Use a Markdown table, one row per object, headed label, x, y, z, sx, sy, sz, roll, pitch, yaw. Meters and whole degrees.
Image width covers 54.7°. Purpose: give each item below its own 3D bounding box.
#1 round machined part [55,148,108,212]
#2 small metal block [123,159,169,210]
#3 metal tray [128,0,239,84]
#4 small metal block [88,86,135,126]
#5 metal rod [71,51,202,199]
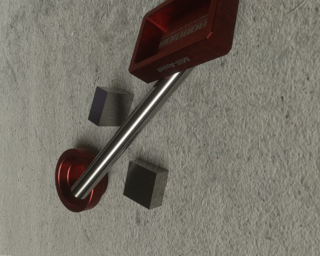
| label | x | y | z | sx | sy | sz | roll | pitch | yaw |
| --- | --- | --- | --- | --- | --- | --- | --- | --- | --- |
| round machined part | -0.120 | 0.080 | 0.490 | 0.098 | 0.042 | 0.097 | 0 | 90 | 39 |
| small metal block | -0.020 | 0.075 | 0.419 | 0.050 | 0.025 | 0.050 | 19 | 102 | 38 |
| metal tray | 0.023 | -0.108 | 0.345 | 0.130 | 0.030 | 0.090 | -11 | 59 | 48 |
| small metal block | -0.070 | -0.030 | 0.444 | 0.025 | 0.050 | 0.050 | 30 | 108 | 36 |
| metal rod | -0.022 | -0.017 | 0.392 | 0.299 | 0.025 | 0.025 | -49 | 61 | 18 |
